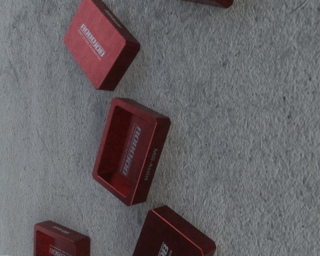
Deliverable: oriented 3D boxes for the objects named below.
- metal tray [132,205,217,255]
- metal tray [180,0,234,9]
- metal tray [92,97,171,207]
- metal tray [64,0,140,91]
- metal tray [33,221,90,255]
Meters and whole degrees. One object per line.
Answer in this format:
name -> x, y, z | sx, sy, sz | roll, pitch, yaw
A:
metal tray -> 0.007, 0.178, 0.396 | 0.090, 0.030, 0.129 | 30, 108, 36
metal tray -> 0.058, -0.212, 0.353 | 0.090, 0.030, 0.129 | 28, 107, 36
metal tray -> -0.044, 0.032, 0.437 | 0.090, 0.030, 0.129 | 28, 108, 36
metal tray -> -0.094, -0.131, 0.480 | 0.090, 0.030, 0.130 | -52, 60, 27
metal tray -> -0.176, 0.224, 0.547 | 0.130, 0.030, 0.089 | 3, 92, 40
